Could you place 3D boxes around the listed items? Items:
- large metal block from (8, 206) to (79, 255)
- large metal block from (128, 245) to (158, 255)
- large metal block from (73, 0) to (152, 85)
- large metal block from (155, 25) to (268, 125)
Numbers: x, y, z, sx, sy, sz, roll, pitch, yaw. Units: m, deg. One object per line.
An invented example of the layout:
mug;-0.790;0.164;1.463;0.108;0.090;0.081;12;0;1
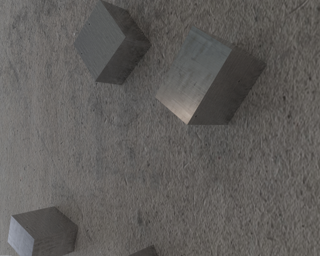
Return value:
large metal block;-0.203;0.184;0.537;0.080;0.081;0.050;21;104;38
large metal block;-0.049;0.205;0.410;0.080;0.081;0.050;-43;64;32
large metal block;-0.071;-0.121;0.447;0.080;0.050;0.080;-47;62;29
large metal block;0.054;-0.050;0.324;0.050;0.081;0.080;43;116;31
